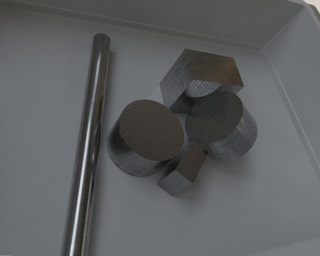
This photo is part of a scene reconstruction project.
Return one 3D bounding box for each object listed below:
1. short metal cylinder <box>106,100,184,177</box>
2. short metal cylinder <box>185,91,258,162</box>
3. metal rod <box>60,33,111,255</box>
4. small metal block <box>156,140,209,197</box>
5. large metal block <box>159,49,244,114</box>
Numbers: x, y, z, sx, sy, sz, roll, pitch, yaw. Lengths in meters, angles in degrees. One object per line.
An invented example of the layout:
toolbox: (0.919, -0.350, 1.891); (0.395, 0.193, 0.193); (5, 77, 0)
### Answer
short metal cylinder: (-0.018, 0.013, 0.373); (0.081, 0.050, 0.080); (14, 56, -21)
short metal cylinder: (0.080, -0.002, 0.408); (0.050, 0.080, 0.080); (43, 42, -41)
metal rod: (-0.081, 0.004, 0.360); (0.025, 0.025, 0.299); (13, 56, -21)
small metal block: (0.027, 0.049, 0.376); (0.025, 0.050, 0.050); (38, 51, -3)
large metal block: (0.056, -0.061, 0.440); (0.081, 0.080, 0.050); (3, 61, -27)
